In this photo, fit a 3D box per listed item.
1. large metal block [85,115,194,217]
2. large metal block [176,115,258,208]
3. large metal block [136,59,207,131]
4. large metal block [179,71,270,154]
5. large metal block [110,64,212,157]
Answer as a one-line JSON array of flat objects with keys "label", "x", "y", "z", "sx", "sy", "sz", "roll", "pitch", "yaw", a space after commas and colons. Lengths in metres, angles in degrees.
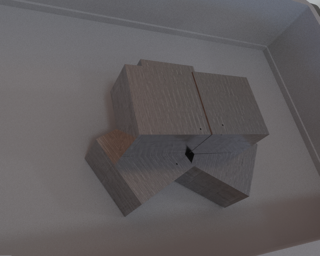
[{"label": "large metal block", "x": -0.024, "y": 0.039, "z": 0.351, "sx": 0.081, "sy": 0.050, "sz": 0.080, "roll": -29, "pitch": 78, "yaw": -37}, {"label": "large metal block", "x": 0.072, "y": 0.043, "z": 0.399, "sx": 0.080, "sy": 0.050, "sz": 0.080, "roll": 30, "pitch": 52, "yaw": -9}, {"label": "large metal block", "x": 0.008, "y": -0.041, "z": 0.417, "sx": 0.081, "sy": 0.050, "sz": 0.080, "roll": 1, "pitch": 61, "yaw": -28}, {"label": "large metal block", "x": 0.070, "y": -0.017, "z": 0.369, "sx": 0.081, "sy": 0.050, "sz": 0.080, "roll": 1, "pitch": 62, "yaw": -28}, {"label": "large metal block", "x": -0.002, "y": -0.017, "z": 0.333, "sx": 0.081, "sy": 0.050, "sz": 0.080, "roll": 1, "pitch": 62, "yaw": -28}]
